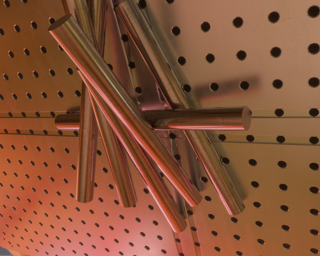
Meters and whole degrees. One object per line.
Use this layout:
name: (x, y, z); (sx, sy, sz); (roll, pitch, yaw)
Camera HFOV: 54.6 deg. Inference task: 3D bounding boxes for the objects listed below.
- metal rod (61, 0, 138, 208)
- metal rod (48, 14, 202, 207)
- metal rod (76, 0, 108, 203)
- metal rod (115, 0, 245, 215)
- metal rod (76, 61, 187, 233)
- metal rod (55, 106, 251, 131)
metal rod: (-0.070, -0.026, 0.379); (0.025, 0.025, 0.298); (3, 119, 27)
metal rod: (-0.019, 0.005, 0.361); (0.025, 0.025, 0.300); (-7, 135, 32)
metal rod: (-0.090, -0.034, 0.400); (0.025, 0.025, 0.298); (17, 113, 19)
metal rod: (0.033, -0.014, 0.385); (0.025, 0.025, 0.299); (-19, 109, 35)
metal rod: (-0.023, 0.044, 0.408); (0.025, 0.025, 0.299); (-3, 131, 30)
metal rod: (-0.034, -0.010, 0.400); (0.300, 0.025, 0.025); (0, 119, 36)
